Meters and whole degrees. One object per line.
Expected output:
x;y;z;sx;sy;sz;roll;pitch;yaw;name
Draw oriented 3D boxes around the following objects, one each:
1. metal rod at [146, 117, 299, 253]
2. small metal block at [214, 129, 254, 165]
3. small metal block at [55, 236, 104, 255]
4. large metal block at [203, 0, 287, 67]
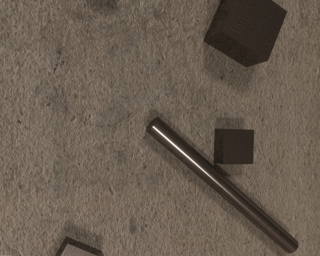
0.098;0.090;0.447;0.300;0.025;0.025;41;77;-16;metal rod
0.108;0.027;0.450;0.050;0.025;0.050;2;90;-21;small metal block
-0.102;0.167;0.372;0.050;0.025;0.050;31;80;-18;small metal block
0.121;-0.145;0.442;0.080;0.050;0.080;26;81;-19;large metal block
